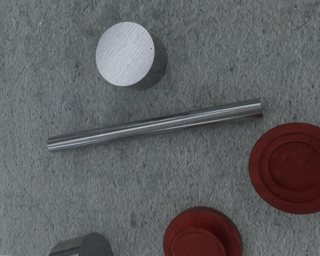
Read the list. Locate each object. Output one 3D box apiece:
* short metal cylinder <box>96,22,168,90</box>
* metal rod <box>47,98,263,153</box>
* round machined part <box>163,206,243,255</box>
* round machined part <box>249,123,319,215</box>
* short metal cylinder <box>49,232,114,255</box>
[{"bbox_3d":[-0.036,-0.092,0.407,0.080,0.050,0.079,0,90,19],"label":"short metal cylinder"},{"bbox_3d":[-0.020,0.001,0.415,0.301,0.025,0.025,-10,87,19],"label":"metal rod"},{"bbox_3d":[0.050,0.150,0.382,0.098,0.042,0.097,0,90,19],"label":"round machined part"},{"bbox_3d":[0.152,0.043,0.347,0.098,0.042,0.097,0,90,19],"label":"round machined part"},{"bbox_3d":[-0.104,0.187,0.415,0.050,0.080,0.080,-21,83,18],"label":"short metal cylinder"}]
